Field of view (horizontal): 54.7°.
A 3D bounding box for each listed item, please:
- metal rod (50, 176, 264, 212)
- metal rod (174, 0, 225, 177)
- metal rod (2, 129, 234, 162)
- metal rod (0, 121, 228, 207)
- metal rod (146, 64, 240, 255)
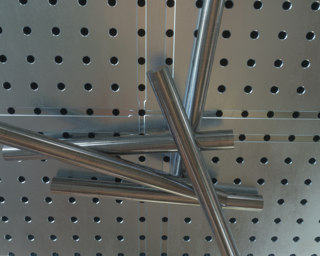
[{"bbox_3d":[-0.002,0.096,0.448,0.302,0.025,0.025,6,110,-3],"label":"metal rod"},{"bbox_3d":[0.050,-0.062,0.391,0.025,0.025,0.298,7,110,-3],"label":"metal rod"},{"bbox_3d":[-0.058,0.024,0.404,0.302,0.025,0.025,-4,110,7],"label":"metal rod"},{"bbox_3d":[-0.052,0.051,0.394,0.302,0.025,0.025,19,109,-14],"label":"metal rod"},{"bbox_3d":[0.051,0.065,0.384,0.025,0.025,0.299,-20,111,7],"label":"metal rod"}]
